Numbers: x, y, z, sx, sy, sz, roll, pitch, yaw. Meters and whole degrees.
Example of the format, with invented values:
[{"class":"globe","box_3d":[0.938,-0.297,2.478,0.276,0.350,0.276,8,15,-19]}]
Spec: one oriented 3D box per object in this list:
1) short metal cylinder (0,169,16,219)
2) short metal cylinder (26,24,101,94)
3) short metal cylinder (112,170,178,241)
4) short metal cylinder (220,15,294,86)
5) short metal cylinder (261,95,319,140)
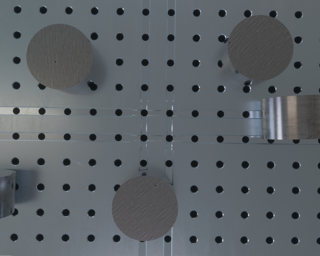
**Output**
[{"class":"short metal cylinder","box_3d":[-0.224,0.081,0.384,0.081,0.080,0.050,3,90,0]},{"class":"short metal cylinder","box_3d":[-0.121,-0.087,0.400,0.081,0.050,0.079,0,90,0]},{"class":"short metal cylinder","box_3d":[-0.018,0.097,0.401,0.081,0.050,0.079,0,90,0]},{"class":"short metal cylinder","box_3d":[0.122,-0.098,0.402,0.081,0.050,0.079,0,90,0]},{"class":"short metal cylinder","box_3d":[0.169,-0.013,0.387,0.081,0.080,0.050,-2,90,0]}]
